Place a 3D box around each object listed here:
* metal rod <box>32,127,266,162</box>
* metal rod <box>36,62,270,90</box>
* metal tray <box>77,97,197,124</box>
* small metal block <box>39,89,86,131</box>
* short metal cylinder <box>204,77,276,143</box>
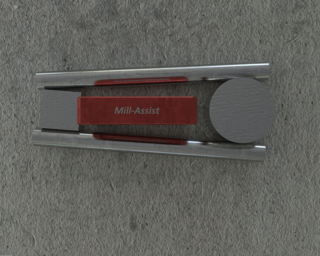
[{"bbox_3d":[-0.014,0.022,0.411,0.302,0.025,0.025,4,90,0],"label":"metal rod"},{"bbox_3d":[-0.009,-0.069,0.411,0.302,0.025,0.025,-3,90,0],"label":"metal rod"},{"bbox_3d":[-0.024,-0.019,0.377,0.131,0.090,0.030,0,90,0],"label":"metal tray"},{"bbox_3d":[-0.128,-0.023,0.411,0.050,0.025,0.050,4,90,0],"label":"small metal block"},{"bbox_3d":[0.100,-0.022,0.399,0.081,0.050,0.079,0,90,0],"label":"short metal cylinder"}]
